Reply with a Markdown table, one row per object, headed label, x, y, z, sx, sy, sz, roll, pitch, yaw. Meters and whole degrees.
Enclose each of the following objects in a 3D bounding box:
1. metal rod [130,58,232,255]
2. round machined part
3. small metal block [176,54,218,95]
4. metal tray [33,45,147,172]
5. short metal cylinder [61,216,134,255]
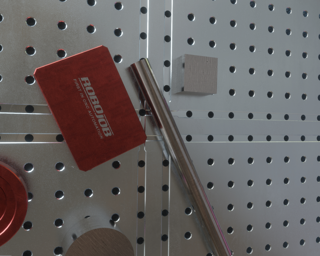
| label | x | y | z | sx | sy | sz | roll | pitch | yaw |
| --- | --- | --- | --- | --- | --- | --- | --- | --- | --- |
| metal rod | 0.032 | 0.049 | 0.425 | 0.025 | 0.025 | 0.299 | -27 | 99 | -18 |
| round machined part | -0.195 | 0.080 | 0.332 | 0.099 | 0.042 | 0.097 | 0 | 90 | -21 |
| small metal block | 0.052 | -0.073 | 0.433 | 0.050 | 0.025 | 0.050 | 2 | 90 | -21 |
| metal tray | -0.083 | -0.024 | 0.380 | 0.091 | 0.030 | 0.129 | -26 | 99 | -19 |
| short metal cylinder | -0.076 | 0.152 | 0.372 | 0.081 | 0.050 | 0.079 | 0 | 90 | -20 |
